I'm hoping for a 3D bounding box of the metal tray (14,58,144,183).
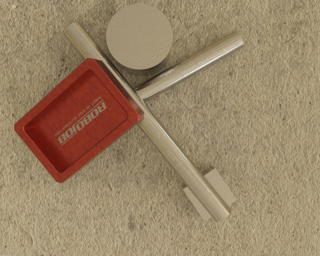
[{"bbox_3d":[-0.096,-0.008,0.369,0.130,0.030,0.090,-39,90,11],"label":"metal tray"}]

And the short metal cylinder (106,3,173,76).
[{"bbox_3d":[-0.025,-0.110,0.398,0.081,0.050,0.079,0,90,-1],"label":"short metal cylinder"}]

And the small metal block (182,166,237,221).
[{"bbox_3d":[0.064,0.086,0.412,0.050,0.025,0.050,-34,90,0],"label":"small metal block"}]

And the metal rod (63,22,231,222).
[{"bbox_3d":[-0.015,-0.007,0.386,0.025,0.025,0.300,-39,91,0],"label":"metal rod"}]

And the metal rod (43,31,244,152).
[{"bbox_3d":[-0.027,-0.044,0.411,0.301,0.025,0.025,-30,90,-1],"label":"metal rod"}]
